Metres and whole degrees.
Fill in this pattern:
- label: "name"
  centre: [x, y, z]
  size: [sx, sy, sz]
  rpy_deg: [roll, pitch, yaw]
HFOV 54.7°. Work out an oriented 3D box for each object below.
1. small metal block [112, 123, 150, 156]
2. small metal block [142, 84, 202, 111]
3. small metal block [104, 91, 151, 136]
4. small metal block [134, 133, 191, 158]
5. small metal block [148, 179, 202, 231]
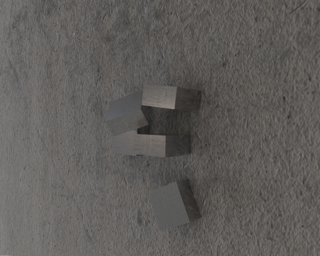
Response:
- label: "small metal block"
  centre: [-0.042, 0.012, 0.440]
  size: [0.050, 0.025, 0.050]
  rpy_deg: [3, 92, 40]
- label: "small metal block"
  centre: [0.015, -0.037, 0.377]
  size: [0.050, 0.050, 0.025]
  rpy_deg: [10, 97, 39]
- label: "small metal block"
  centre: [-0.041, -0.020, 0.410]
  size: [0.050, 0.050, 0.025]
  rpy_deg: [-18, 122, 14]
- label: "small metal block"
  centre: [0.003, 0.020, 0.386]
  size: [0.050, 0.050, 0.025]
  rpy_deg: [2, 91, 40]
- label: "small metal block"
  centre: [0.018, 0.097, 0.391]
  size: [0.050, 0.025, 0.050]
  rpy_deg: [-29, 72, 36]
